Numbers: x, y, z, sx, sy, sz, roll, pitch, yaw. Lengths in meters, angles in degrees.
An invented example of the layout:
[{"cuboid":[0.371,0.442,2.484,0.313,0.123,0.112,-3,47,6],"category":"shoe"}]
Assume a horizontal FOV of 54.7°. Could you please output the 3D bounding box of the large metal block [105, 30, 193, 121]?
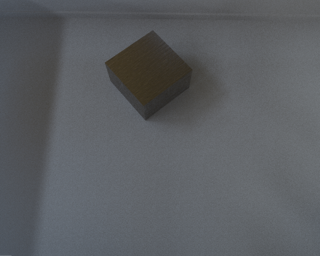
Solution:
[{"cuboid":[-0.015,-0.071,0.422,0.080,0.050,0.080,-38,75,-13],"category":"large metal block"}]
